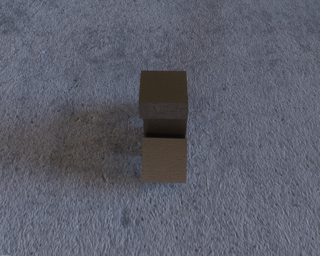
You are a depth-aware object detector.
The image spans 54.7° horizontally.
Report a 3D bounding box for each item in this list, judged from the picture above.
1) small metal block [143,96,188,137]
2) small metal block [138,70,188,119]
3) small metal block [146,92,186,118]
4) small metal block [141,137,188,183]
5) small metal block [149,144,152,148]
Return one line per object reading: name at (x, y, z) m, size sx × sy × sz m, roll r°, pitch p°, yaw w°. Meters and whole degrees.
small metal block at (0.006, -0.013, 0.366) m, size 0.050 × 0.050 × 0.025 m, roll 2°, pitch 50°, yaw 1°
small metal block at (0.004, -0.037, 0.338) m, size 0.050 × 0.025 × 0.050 m, roll 1°, pitch 50°, yaw 0°
small metal block at (0.009, -0.032, 0.416) m, size 0.050 × 0.025 × 0.050 m, roll 2°, pitch 14°, yaw 1°
small metal block at (0.005, 0.036, 0.358) m, size 0.050 × 0.025 × 0.050 m, roll 2°, pitch 91°, yaw 1°
small metal block at (0.006, 0.011, 0.396) m, size 0.050 × 0.025 × 0.050 m, roll 2°, pitch 50°, yaw 1°
